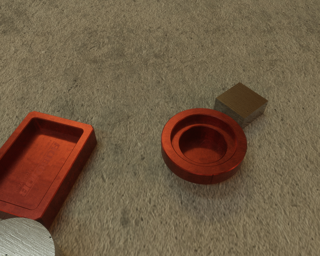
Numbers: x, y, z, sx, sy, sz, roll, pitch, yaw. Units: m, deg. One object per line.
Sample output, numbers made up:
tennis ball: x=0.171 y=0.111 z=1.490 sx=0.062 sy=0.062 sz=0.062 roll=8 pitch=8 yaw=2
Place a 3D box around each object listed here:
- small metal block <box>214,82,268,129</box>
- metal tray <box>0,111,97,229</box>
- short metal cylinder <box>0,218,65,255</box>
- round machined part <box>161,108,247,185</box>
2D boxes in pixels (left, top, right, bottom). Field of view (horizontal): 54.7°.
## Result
small metal block: x=0.112 y=-0.031 z=0.431 sx=0.050 sy=0.025 sz=0.050 roll=-33 pitch=58 yaw=-25
metal tray: x=-0.142 y=0.044 z=0.361 sx=0.090 sy=0.030 sz=0.130 roll=14 pitch=51 yaw=11
short metal cylinder: x=-0.129 y=0.129 z=0.277 sx=0.081 sy=0.050 sz=0.080 roll=0 pitch=50 yaw=0
round machined part: x=0.050 y=0.025 z=0.372 sx=0.099 sy=0.042 sz=0.098 roll=0 pitch=50 yaw=0
